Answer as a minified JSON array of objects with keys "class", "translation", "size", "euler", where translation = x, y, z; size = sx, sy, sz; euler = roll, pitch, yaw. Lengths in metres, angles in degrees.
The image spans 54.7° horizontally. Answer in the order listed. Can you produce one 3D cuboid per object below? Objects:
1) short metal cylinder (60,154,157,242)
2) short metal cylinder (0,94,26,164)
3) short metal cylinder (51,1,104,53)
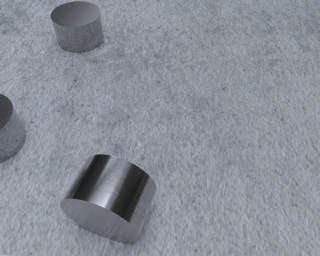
[{"class":"short metal cylinder","translation":[-0.049,0.071,0.307],"size":[0.080,0.080,0.050],"euler":[15,52,12]},{"class":"short metal cylinder","translation":[-0.215,0.001,0.383],"size":[0.081,0.050,0.080],"euler":[0,50,0]},{"class":"short metal cylinder","translation":[-0.140,-0.174,0.531],"size":[0.081,0.050,0.080],"euler":[0,50,0]}]
